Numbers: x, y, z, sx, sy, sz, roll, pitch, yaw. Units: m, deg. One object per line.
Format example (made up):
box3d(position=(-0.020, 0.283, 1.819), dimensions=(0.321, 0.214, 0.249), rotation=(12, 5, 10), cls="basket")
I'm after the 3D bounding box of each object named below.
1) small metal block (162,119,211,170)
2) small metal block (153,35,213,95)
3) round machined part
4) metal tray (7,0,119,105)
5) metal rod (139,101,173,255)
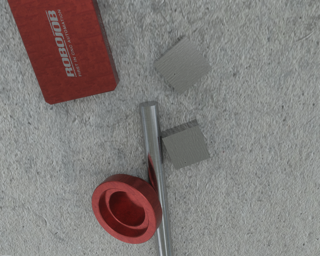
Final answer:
box3d(position=(0.035, 0.022, 0.419), dimensions=(0.050, 0.025, 0.050), rotation=(-21, 109, 7), cls="small metal block")
box3d(position=(0.028, -0.078, 0.382), dimensions=(0.050, 0.025, 0.050), rotation=(-40, 106, 13), cls="small metal block")
box3d(position=(-0.041, 0.106, 0.427), dimensions=(0.098, 0.042, 0.097), rotation=(9, 114, 22), cls="round machined part")
box3d(position=(-0.110, -0.101, 0.368), dimensions=(0.090, 0.030, 0.129), rotation=(-13, 110, 4), cls="metal tray")
box3d(position=(-0.001, 0.108, 0.449), dimensions=(0.025, 0.025, 0.298), rotation=(-5, 110, 1), cls="metal rod")
